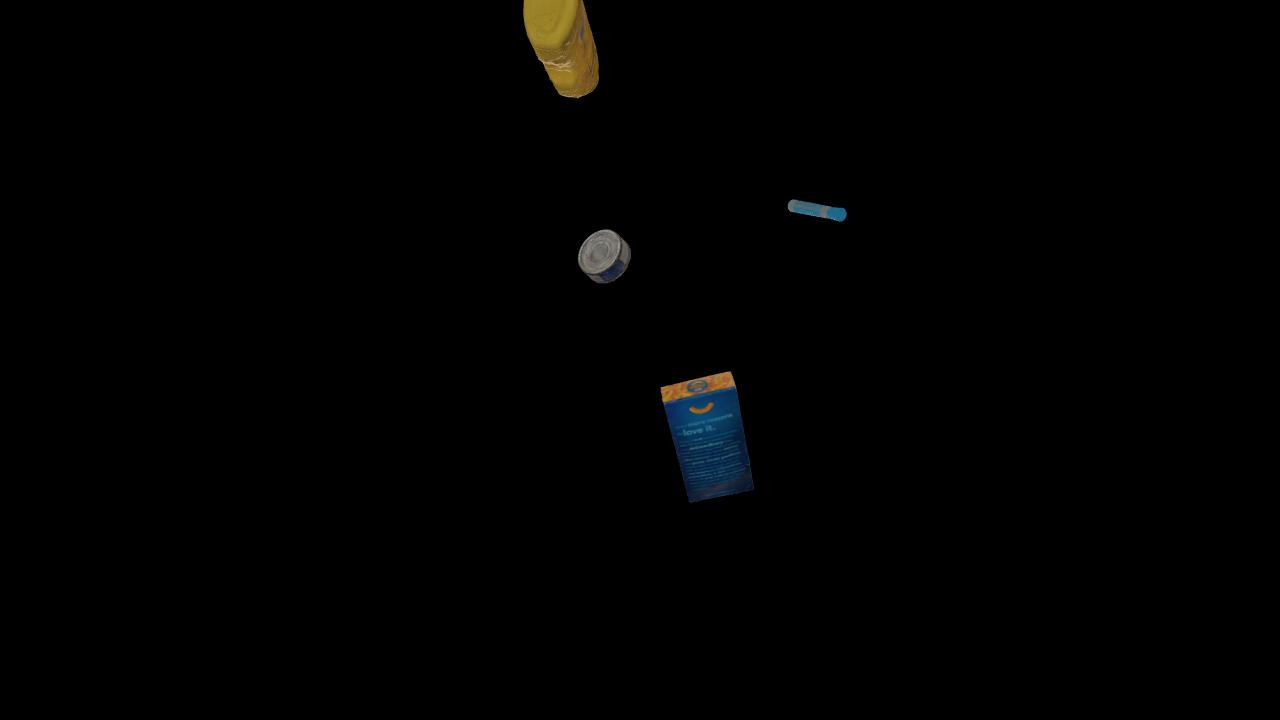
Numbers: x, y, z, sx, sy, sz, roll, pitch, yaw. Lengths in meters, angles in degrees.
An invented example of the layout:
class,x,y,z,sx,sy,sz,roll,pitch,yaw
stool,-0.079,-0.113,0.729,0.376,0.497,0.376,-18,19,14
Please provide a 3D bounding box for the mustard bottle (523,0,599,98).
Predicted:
class,x,y,z,sx,sy,sz,roll,pitch,yaw
mustard bottle,-0.077,-0.341,0.676,0.054,0.092,0.184,0,0,6

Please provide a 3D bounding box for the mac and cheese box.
class,x,y,z,sx,sy,sz,roll,pitch,yaw
mac and cheese box,0.090,0.105,0.800,0.093,0.184,0.041,-12,35,4

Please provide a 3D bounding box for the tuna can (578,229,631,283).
class,x,y,z,sx,sy,sz,roll,pitch,yaw
tuna can,-0.059,-0.169,1.002,0.084,0.084,0.034,0,-19,29

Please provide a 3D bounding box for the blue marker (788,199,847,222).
class,x,y,z,sx,sy,sz,roll,pitch,yaw
blue marker,0.257,-0.218,0.893,0.020,0.020,0.121,0,19,-23
